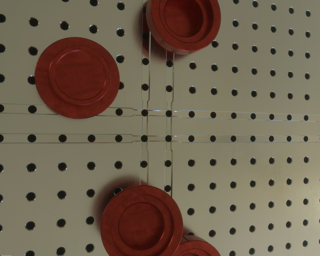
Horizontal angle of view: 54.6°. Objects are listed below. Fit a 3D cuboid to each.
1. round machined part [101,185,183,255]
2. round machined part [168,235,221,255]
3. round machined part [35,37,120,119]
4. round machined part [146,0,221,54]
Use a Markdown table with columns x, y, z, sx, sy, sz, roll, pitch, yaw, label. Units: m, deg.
| x | y | z | sx | sy | sz | roll | pitch | yaw | label |
| --- | --- | --- | --- | --- | --- | --- | --- | --- | --- |
| -0.024 | 0.121 | 0.387 | 0.099 | 0.042 | 0.098 | 2 | 79 | -10 | round machined part |
| 0.033 | 0.192 | 0.416 | 0.099 | 0.042 | 0.097 | 0 | 90 | -20 | round machined part |
| -0.096 | -0.059 | 0.368 | 0.099 | 0.042 | 0.097 | 0 | 90 | -20 | round machined part |
| 0.028 | -0.147 | 0.413 | 0.099 | 0.042 | 0.097 | 0 | 90 | -20 | round machined part |
